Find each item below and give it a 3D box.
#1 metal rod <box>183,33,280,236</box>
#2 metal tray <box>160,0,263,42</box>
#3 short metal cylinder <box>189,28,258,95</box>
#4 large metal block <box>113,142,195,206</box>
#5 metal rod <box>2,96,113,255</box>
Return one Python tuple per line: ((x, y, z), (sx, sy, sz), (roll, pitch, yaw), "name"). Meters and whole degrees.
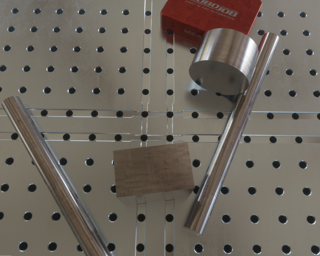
((0.102, -0.006, 0.414), (0.025, 0.025, 0.300), (24, 71, 8), "metal rod")
((0.077, -0.174, 0.473), (0.130, 0.030, 0.090), (24, 72, 8), "metal tray")
((0.085, -0.086, 0.415), (0.080, 0.080, 0.050), (19, 71, 7), "short metal cylinder")
((-0.007, 0.056, 0.362), (0.081, 0.080, 0.050), (-7, 70, -3), "large metal block")
((-0.119, 0.081, 0.381), (0.025, 0.025, 0.299), (-33, 73, -11), "metal rod")
